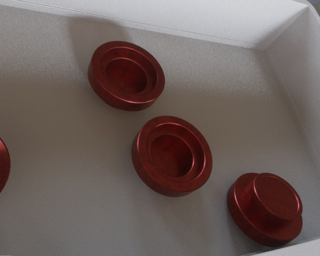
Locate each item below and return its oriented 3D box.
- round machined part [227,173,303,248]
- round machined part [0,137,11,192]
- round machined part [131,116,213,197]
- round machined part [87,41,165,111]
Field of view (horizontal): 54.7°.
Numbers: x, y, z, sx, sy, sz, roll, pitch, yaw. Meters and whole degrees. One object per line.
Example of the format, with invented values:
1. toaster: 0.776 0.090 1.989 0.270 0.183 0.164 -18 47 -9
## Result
1. round machined part: 0.140 0.096 0.396 0.099 0.042 0.098 15 41 -14
2. round machined part: -0.182 0.030 0.256 0.099 0.097 0.042 -18 32 -35
3. round machined part: 0.011 0.037 0.378 0.099 0.042 0.098 14 56 -21
4. round machined part: -0.047 -0.063 0.408 0.099 0.042 0.098 14 56 -21
